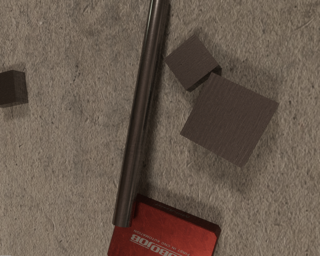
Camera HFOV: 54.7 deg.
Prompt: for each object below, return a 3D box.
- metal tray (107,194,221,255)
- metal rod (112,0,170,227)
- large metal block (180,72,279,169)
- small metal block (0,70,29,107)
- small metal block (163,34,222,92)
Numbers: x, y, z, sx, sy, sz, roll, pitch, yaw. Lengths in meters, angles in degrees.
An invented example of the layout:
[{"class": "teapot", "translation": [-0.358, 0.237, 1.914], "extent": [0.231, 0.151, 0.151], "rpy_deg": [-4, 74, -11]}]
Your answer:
[{"class": "metal tray", "translation": [0.004, 0.150, 0.404], "extent": [0.130, 0.030, 0.089], "rpy_deg": [17, 96, 18]}, {"class": "metal rod", "translation": [-0.023, -0.026, 0.398], "extent": [0.025, 0.025, 0.298], "rpy_deg": [8, 86, 19]}, {"class": "large metal block", "translation": [0.083, -0.009, 0.366], "extent": [0.080, 0.050, 0.080], "rpy_deg": [29, 99, 17]}, {"class": "small metal block", "translation": [-0.241, -0.061, 0.492], "extent": [0.050, 0.025, 0.050], "rpy_deg": [-9, 87, 19]}, {"class": "small metal block", "translation": [0.042, -0.081, 0.394], "extent": [0.050, 0.025, 0.050], "rpy_deg": [-38, 78, 16]}]
